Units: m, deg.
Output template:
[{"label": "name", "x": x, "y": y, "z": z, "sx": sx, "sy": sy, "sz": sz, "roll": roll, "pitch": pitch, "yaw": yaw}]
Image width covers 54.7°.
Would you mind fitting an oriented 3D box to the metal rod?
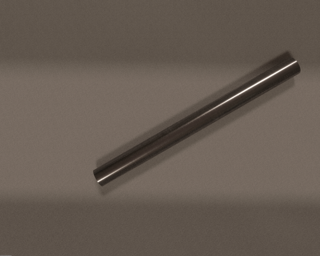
[{"label": "metal rod", "x": 0.049, "y": -0.008, "z": 0.412, "sx": 0.301, "sy": 0.025, "sz": 0.025, "roll": -30, "pitch": 90, "yaw": -1}]
